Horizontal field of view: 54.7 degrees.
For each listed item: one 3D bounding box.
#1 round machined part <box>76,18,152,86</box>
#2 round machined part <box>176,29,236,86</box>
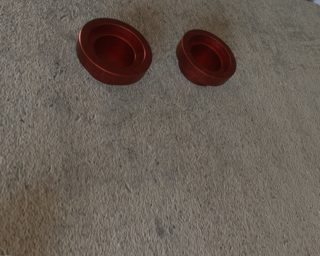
[{"bbox_3d":[-0.063,-0.097,0.418,0.099,0.042,0.098,14,56,-21],"label":"round machined part"},{"bbox_3d":[0.069,-0.106,0.494,0.099,0.042,0.098,14,56,-21],"label":"round machined part"}]
